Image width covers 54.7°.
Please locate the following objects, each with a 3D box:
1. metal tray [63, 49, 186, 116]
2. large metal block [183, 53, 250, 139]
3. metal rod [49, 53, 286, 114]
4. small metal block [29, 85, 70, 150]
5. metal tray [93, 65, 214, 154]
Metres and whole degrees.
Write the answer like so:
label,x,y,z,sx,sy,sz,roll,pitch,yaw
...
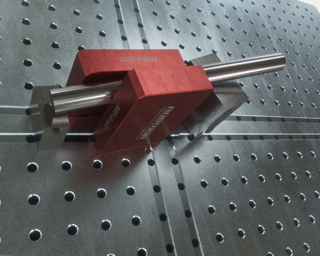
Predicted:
label,x,y,z,sx,sy,sz,roll,pitch,yaw
metal tray,-0.042,-0.056,0.378,0.131,0.090,0.030,-9,68,-33
large metal block,0.062,-0.044,0.434,0.050,0.080,0.080,-25,76,-37
metal rod,0.029,-0.058,0.364,0.303,0.025,0.025,-14,69,-24
small metal block,-0.121,-0.011,0.334,0.025,0.050,0.050,-9,66,-32
metal tray,-0.012,-0.017,0.346,0.091,0.129,0.030,-10,68,-33
